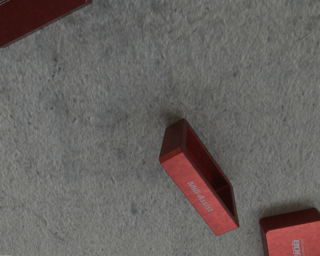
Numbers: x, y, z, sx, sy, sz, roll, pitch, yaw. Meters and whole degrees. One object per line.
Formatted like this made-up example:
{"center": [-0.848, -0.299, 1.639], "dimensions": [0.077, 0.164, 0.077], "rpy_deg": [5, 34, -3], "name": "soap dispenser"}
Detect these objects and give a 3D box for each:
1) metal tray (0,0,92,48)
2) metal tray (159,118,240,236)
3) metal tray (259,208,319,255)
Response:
{"center": [-0.155, -0.157, 0.347], "dimensions": [0.130, 0.030, 0.090], "rpy_deg": [-24, 109, 8], "name": "metal tray"}
{"center": [0.052, 0.060, 0.396], "dimensions": [0.030, 0.090, 0.130], "rpy_deg": [-31, 108, 19], "name": "metal tray"}
{"center": [0.211, 0.193, 0.482], "dimensions": [0.090, 0.030, 0.129], "rpy_deg": [-13, 110, 4], "name": "metal tray"}
